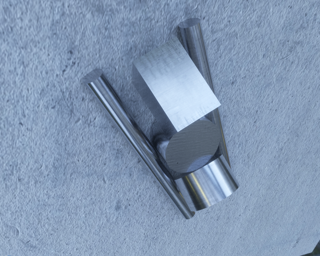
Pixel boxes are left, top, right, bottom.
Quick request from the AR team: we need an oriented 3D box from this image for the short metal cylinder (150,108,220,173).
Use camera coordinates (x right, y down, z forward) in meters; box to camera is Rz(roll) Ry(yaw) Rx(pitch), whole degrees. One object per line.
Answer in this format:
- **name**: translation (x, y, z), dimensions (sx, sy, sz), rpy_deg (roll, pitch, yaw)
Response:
- **short metal cylinder**: translation (0.033, 0.013, 0.418), dimensions (0.081, 0.050, 0.079), rpy_deg (-14, 124, -21)

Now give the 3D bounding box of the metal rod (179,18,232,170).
- **metal rod**: translation (0.076, -0.009, 0.443), dimensions (0.025, 0.025, 0.299), rpy_deg (-29, 128, -10)

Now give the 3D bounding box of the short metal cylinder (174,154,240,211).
- **short metal cylinder**: translation (0.067, 0.078, 0.450), dimensions (0.080, 0.080, 0.050), rpy_deg (-28, 86, -11)

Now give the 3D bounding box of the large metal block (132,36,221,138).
- **large metal block**: translation (0.013, -0.038, 0.336), dimensions (0.050, 0.080, 0.080), rpy_deg (-32, 87, -8)

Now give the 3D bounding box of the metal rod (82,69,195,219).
- **metal rod**: translation (-0.012, 0.043, 0.428), dimensions (0.025, 0.025, 0.299), rpy_deg (-35, 129, -5)
